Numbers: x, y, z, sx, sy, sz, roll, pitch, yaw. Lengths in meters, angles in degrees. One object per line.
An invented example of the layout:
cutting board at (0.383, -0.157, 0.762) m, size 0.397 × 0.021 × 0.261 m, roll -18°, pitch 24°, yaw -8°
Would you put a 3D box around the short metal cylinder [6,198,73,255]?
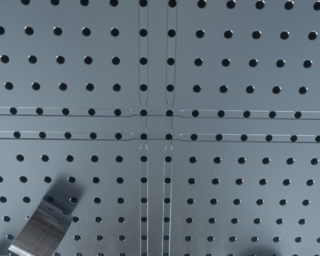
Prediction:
short metal cylinder at (-0.167, 0.147, 0.437) m, size 0.050 × 0.080 × 0.080 m, roll 35°, pitch 106°, yaw -12°
